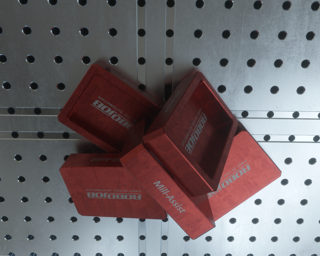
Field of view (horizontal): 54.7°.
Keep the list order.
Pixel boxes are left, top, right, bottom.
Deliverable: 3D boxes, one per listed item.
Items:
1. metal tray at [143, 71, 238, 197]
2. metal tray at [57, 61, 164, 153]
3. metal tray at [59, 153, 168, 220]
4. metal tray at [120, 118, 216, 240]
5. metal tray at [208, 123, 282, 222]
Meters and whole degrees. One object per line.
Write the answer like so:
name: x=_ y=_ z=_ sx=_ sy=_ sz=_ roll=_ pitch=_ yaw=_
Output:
metal tray: x=0.043 y=0.002 z=0.359 sx=0.030 sy=0.130 sz=0.090 roll=-27 pitch=111 yaw=39
metal tray: x=-0.052 y=-0.014 z=0.405 sx=0.130 sy=0.030 sz=0.090 roll=34 pitch=106 yaw=-12
metal tray: x=-0.057 y=0.078 z=0.413 sx=0.130 sy=0.030 sz=0.089 roll=-2 pitch=122 yaw=16
metal tray: x=0.010 y=0.057 z=0.367 sx=0.030 sy=0.090 sz=0.130 roll=-37 pitch=107 yaw=12
metal tray: x=0.089 y=0.066 z=0.435 sx=0.130 sy=0.030 sz=0.090 roll=-39 pitch=106 yaw=13
